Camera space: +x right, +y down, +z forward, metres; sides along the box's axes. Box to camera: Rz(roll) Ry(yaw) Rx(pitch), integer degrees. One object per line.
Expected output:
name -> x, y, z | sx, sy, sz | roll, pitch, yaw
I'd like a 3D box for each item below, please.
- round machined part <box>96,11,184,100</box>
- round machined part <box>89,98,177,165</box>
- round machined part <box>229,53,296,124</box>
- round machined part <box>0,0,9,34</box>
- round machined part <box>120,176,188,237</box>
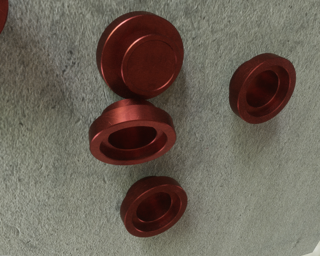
round machined part -> -0.016, -0.074, 0.341 | 0.099, 0.042, 0.097 | -14, 124, -21
round machined part -> -0.033, 0.002, 0.362 | 0.099, 0.042, 0.098 | -9, 147, -6
round machined part -> 0.137, -0.058, 0.435 | 0.099, 0.042, 0.097 | -14, 124, -21
round machined part -> -0.172, -0.105, 0.237 | 0.099, 0.042, 0.097 | -14, 124, -21
round machined part -> -0.012, 0.110, 0.457 | 0.099, 0.042, 0.097 | -14, 124, -21
